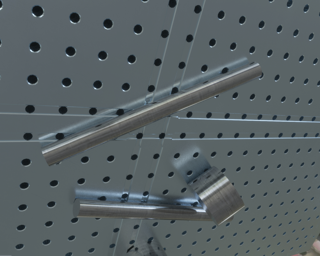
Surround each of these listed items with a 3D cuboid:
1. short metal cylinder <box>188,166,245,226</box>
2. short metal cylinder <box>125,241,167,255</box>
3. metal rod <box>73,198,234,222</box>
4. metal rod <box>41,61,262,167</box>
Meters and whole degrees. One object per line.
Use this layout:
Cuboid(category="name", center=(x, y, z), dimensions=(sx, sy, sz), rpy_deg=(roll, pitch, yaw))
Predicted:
Cuboid(category="short metal cylinder", center=(0.088, 0.108, 0.493), dimensions=(0.050, 0.080, 0.080), rpy_deg=(-34, 129, -6))
Cuboid(category="short metal cylinder", center=(-0.021, 0.245, 0.537), dimensions=(0.081, 0.050, 0.079), rpy_deg=(-14, 124, -21))
Cuboid(category="metal rod", center=(0.009, 0.136, 0.502), dimensions=(0.302, 0.025, 0.025), rpy_deg=(13, 112, -34))
Cuboid(category="metal rod", center=(0.001, -0.024, 0.398), dimensions=(0.302, 0.025, 0.025), rpy_deg=(-23, 127, -15))
